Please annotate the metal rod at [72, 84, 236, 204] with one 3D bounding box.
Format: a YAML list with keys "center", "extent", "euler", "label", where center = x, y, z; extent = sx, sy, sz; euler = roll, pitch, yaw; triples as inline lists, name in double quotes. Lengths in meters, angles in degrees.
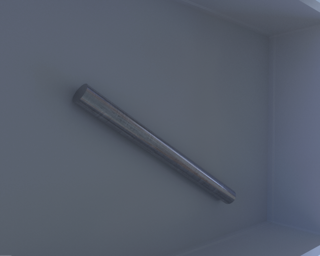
- center: [0.013, 0.037, 0.419]
  extent: [0.301, 0.025, 0.025]
  euler: [37, 67, -34]
  label: "metal rod"
